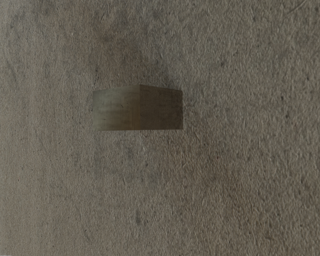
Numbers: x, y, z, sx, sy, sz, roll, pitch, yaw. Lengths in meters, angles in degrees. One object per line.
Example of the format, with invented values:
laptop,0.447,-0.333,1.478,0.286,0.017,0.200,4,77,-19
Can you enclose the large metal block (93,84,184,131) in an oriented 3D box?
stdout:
large metal block,-0.027,-0.022,0.391,0.080,0.081,0.050,-1,89,39
